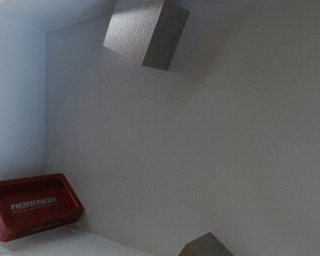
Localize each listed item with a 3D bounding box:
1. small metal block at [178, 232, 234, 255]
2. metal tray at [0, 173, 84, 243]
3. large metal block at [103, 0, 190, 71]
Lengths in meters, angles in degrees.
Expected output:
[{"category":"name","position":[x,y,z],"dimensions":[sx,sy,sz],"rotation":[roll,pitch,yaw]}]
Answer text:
[{"category":"small metal block","position":[0.055,0.149,0.344],"dimensions":[0.050,0.050,0.025],"rotation":[41,115,32]},{"category":"metal tray","position":[-0.201,0.122,0.501],"dimensions":[0.090,0.131,0.030],"rotation":[48,119,29]},{"category":"large metal block","position":[-0.020,-0.129,0.405],"dimensions":[0.080,0.050,0.079],"rotation":[33,111,34]}]
